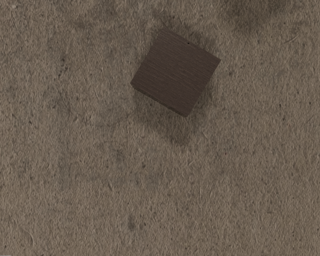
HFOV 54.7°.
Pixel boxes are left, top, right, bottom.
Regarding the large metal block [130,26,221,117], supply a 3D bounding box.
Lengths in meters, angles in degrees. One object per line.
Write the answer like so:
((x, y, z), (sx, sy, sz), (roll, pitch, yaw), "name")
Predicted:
((0.019, -0.068, 0.398), (0.080, 0.050, 0.080), (30, 90, -1), "large metal block")
